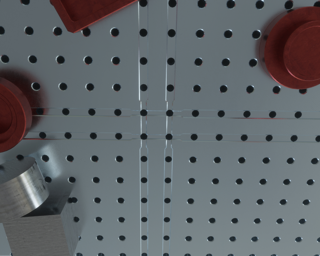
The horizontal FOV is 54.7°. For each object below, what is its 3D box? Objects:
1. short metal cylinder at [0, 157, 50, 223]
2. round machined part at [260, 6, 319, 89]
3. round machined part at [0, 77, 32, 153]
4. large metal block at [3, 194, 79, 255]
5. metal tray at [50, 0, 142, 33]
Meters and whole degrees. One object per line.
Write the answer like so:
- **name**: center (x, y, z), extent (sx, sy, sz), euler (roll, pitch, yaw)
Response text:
- **short metal cylinder**: center (-0.196, 0.080, 0.412), extent (0.080, 0.080, 0.050), euler (-14, 110, 5)
- **round machined part**: center (0.175, -0.094, 0.371), extent (0.099, 0.042, 0.097), euler (0, 110, 0)
- **round machined part**: center (-0.212, -0.020, 0.395), extent (0.099, 0.042, 0.097), euler (0, 110, 0)
- **large metal block**: center (-0.170, 0.148, 0.453), extent (0.080, 0.050, 0.079), euler (-5, 110, 1)
- **metal tray**: center (-0.064, -0.175, 0.345), extent (0.130, 0.030, 0.090), euler (-24, 109, 8)
